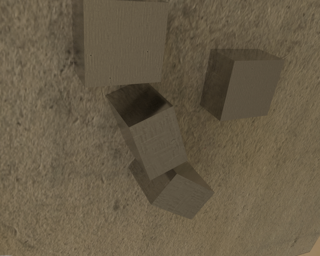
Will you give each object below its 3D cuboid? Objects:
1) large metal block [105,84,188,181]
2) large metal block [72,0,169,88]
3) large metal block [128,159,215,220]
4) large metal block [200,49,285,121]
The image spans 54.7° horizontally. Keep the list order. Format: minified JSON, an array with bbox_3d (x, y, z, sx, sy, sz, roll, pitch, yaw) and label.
[{"bbox_3d":[-0.016,0.000,0.364,0.050,0.080,0.080,-27,128,-12],"label":"large metal block"},{"bbox_3d":[-0.042,-0.090,0.313,0.081,0.050,0.079,-8,122,-25],"label":"large metal block"},{"bbox_3d":[0.014,0.070,0.425,0.080,0.080,0.050,32,101,-39],"label":"large metal block"},{"bbox_3d":[0.107,-0.060,0.415,0.081,0.050,0.079,-7,122,-25],"label":"large metal block"}]
